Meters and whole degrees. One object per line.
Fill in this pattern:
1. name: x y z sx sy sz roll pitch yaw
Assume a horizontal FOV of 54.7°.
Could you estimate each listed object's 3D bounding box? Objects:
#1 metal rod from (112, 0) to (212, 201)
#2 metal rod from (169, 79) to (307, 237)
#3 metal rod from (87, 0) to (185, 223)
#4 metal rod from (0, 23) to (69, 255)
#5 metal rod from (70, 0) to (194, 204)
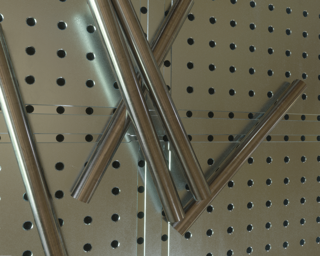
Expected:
1. metal rod: -0.001 -0.043 0.386 0.025 0.025 0.299 -27 102 -18
2. metal rod: 0.123 0.035 0.459 0.301 0.025 0.025 -46 105 -15
3. metal rod: -0.026 -0.020 0.376 0.025 0.025 0.298 -24 104 -19
4. metal rod: -0.153 0.031 0.356 0.025 0.025 0.298 -16 96 -20
5. metal rod: -0.031 -0.045 0.401 0.025 0.025 0.299 30 80 -18
